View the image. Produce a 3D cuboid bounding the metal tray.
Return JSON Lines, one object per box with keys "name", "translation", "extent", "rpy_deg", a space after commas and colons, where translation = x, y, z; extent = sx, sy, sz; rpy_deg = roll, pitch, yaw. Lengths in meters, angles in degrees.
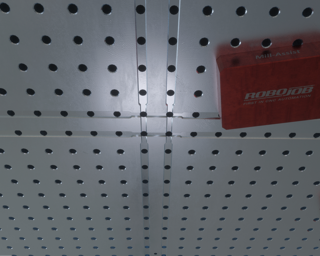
{"name": "metal tray", "translation": [0.136, -0.047, 0.369], "extent": [0.131, 0.030, 0.090], "rpy_deg": [-7, 130, 6]}
